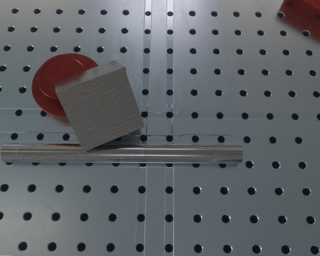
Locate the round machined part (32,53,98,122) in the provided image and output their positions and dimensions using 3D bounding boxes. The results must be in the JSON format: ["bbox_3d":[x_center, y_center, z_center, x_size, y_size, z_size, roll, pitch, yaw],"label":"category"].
[{"bbox_3d":[-0.127,-0.061,0.424,0.099,0.042,0.098,0,70,0],"label":"round machined part"}]

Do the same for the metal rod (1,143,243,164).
[{"bbox_3d":[-0.047,0.033,0.399,0.302,0.025,0.025,0,70,0],"label":"metal rod"}]

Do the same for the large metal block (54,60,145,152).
[{"bbox_3d":[-0.074,-0.029,0.385,0.080,0.080,0.050,-23,27,-10],"label":"large metal block"}]

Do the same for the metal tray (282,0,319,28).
[{"bbox_3d":[0.270,-0.223,0.493,0.090,0.030,0.130,37,74,12],"label":"metal tray"}]
